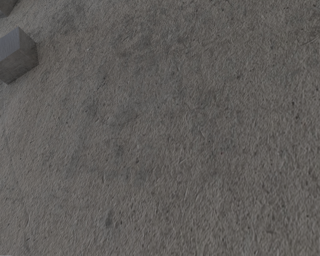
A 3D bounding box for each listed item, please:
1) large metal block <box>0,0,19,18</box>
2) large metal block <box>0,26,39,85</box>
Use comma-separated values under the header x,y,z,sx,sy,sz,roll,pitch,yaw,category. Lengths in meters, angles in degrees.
x,y,z,sx,sy,sz,roll,pitch,yaw,category
-0.430,-0.339,0.822,0.080,0.050,0.080,5,64,30,large metal block
-0.303,-0.150,0.640,0.080,0.050,0.080,-30,52,9,large metal block
